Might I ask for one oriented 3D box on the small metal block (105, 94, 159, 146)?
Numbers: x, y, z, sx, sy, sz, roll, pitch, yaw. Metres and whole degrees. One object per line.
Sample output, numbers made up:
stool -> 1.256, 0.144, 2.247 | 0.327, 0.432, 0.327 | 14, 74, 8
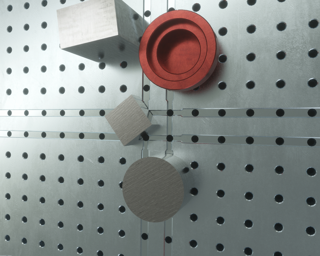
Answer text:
small metal block -> -0.039, -0.010, 0.426 | 0.050, 0.025, 0.050 | -38, 78, 16

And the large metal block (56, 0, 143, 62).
large metal block -> -0.075, -0.128, 0.410 | 0.080, 0.080, 0.050 | -7, 88, 20

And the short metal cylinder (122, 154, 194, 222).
short metal cylinder -> -0.001, 0.075, 0.399 | 0.080, 0.050, 0.079 | 0, 90, 20

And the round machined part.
round machined part -> 0.026, -0.095, 0.394 | 0.098, 0.042, 0.097 | 0, 90, 20
